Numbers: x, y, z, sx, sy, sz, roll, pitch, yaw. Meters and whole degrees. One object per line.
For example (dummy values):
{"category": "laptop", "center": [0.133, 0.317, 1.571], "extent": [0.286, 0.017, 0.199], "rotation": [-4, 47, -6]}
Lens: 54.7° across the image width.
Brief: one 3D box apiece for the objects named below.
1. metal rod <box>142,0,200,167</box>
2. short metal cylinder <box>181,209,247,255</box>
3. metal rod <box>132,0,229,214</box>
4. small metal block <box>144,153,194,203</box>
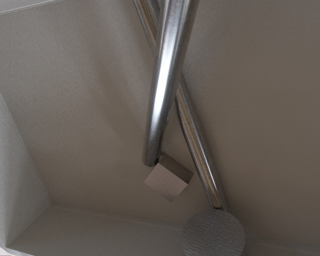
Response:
{"category": "metal rod", "center": [0.001, -0.026, 0.314], "extent": [0.025, 0.025, 0.299], "rotation": [29, 153, 9]}
{"category": "short metal cylinder", "center": [0.072, 0.155, 0.406], "extent": [0.080, 0.080, 0.050], "rotation": [6, 136, 25]}
{"category": "metal rod", "center": [0.032, -0.018, 0.379], "extent": [0.025, 0.025, 0.299], "rotation": [-9, 114, 31]}
{"category": "small metal block", "center": [0.012, 0.072, 0.445], "extent": [0.050, 0.025, 0.050], "rotation": [36, 129, 3]}
